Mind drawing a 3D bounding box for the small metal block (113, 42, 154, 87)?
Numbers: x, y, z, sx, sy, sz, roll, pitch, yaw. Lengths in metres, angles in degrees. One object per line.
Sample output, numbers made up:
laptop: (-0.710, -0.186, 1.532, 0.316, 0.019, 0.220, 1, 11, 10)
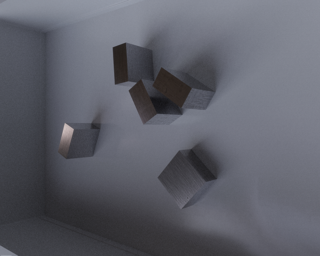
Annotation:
small metal block: (-0.035, -0.083, 0.417, 0.025, 0.050, 0.050, -6, 86, 39)

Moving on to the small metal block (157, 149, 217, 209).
small metal block: (0.032, 0.062, 0.379, 0.050, 0.025, 0.050, 50, 119, 28)

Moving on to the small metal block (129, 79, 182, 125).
small metal block: (-0.005, -0.032, 0.393, 0.025, 0.050, 0.050, -37, 68, 34)

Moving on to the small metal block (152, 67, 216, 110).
small metal block: (0.029, -0.046, 0.365, 0.050, 0.050, 0.025, 41, 115, 32)

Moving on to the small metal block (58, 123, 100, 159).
small metal block: (-0.129, 0.020, 0.494, 0.025, 0.050, 0.050, 29, 108, 36)
